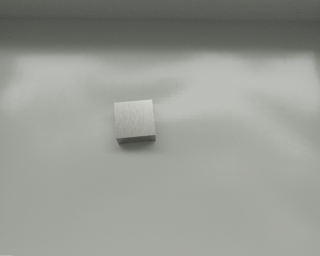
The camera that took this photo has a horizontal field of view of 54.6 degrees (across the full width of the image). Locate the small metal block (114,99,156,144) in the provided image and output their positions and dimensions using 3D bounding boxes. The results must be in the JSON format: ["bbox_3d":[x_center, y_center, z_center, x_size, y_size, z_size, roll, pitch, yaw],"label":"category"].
[{"bbox_3d":[-0.033,-0.008,0.413,0.050,0.025,0.050,-5,70,-2],"label":"small metal block"}]
